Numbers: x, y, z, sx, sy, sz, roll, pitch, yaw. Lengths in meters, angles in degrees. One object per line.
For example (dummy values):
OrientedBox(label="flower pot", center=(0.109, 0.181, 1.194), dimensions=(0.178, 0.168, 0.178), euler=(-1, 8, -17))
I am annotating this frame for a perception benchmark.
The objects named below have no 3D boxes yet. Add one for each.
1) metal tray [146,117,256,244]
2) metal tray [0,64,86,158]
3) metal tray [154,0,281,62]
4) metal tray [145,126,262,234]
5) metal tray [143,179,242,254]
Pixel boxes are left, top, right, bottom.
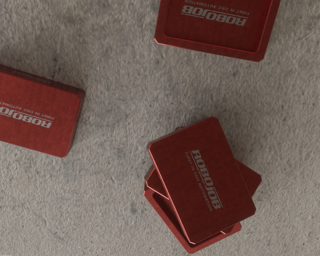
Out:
OrientedBox(label="metal tray", center=(0.050, 0.061, 0.379), dimensions=(0.091, 0.030, 0.129), euler=(-24, 93, -8))
OrientedBox(label="metal tray", center=(-0.172, -0.023, 0.396), dimensions=(0.131, 0.030, 0.089), euler=(17, 109, -7))
OrientedBox(label="metal tray", center=(0.065, -0.133, 0.358), dimensions=(0.131, 0.030, 0.089), euler=(9, 110, -4))
OrientedBox(label="metal tray", center=(0.057, 0.068, 0.411), dimensions=(0.130, 0.030, 0.090), euler=(33, 85, -7))
OrientedBox(label="metal tray", center=(0.048, 0.112, 0.449), dimensions=(0.090, 0.030, 0.130), euler=(-31, 108, 10))
